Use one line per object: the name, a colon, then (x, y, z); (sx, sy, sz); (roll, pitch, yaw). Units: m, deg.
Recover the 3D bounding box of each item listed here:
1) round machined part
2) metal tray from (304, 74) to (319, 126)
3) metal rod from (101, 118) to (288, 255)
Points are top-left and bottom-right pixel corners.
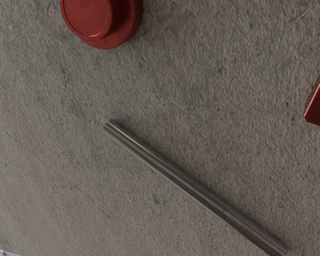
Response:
round machined part: (-0.072, -0.136, 0.348); (0.098, 0.042, 0.097); (13, 124, 20)
metal tray: (0.196, -0.051, 0.269); (0.090, 0.030, 0.129); (21, 126, 15)
metal rod: (0.046, 0.084, 0.433); (0.301, 0.025, 0.025); (36, 129, 3)
